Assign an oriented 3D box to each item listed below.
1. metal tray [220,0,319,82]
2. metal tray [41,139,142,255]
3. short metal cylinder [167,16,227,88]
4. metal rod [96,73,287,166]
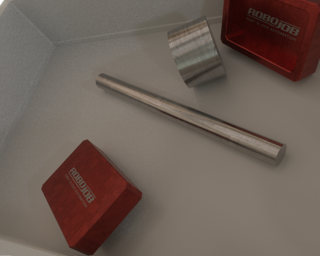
[{"bbox_3d":[0.130,-0.124,0.368,0.030,0.089,0.130,-27,48,-23],"label":"metal tray"},{"bbox_3d":[-0.089,0.078,0.383,0.090,0.030,0.130,-49,40,-7],"label":"metal tray"},{"bbox_3d":[0.049,-0.098,0.404,0.050,0.080,0.080,-20,54,17],"label":"short metal cylinder"},{"bbox_3d":[0.016,-0.024,0.410,0.300,0.025,0.025,25,76,36],"label":"metal rod"}]
